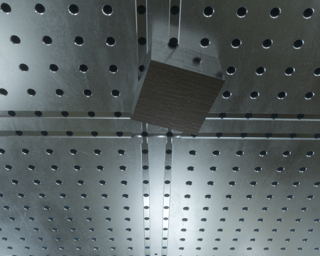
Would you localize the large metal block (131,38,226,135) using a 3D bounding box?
[{"bbox_3d":[0.018,-0.045,0.357,0.080,0.050,0.079,13,129,-11],"label":"large metal block"}]
